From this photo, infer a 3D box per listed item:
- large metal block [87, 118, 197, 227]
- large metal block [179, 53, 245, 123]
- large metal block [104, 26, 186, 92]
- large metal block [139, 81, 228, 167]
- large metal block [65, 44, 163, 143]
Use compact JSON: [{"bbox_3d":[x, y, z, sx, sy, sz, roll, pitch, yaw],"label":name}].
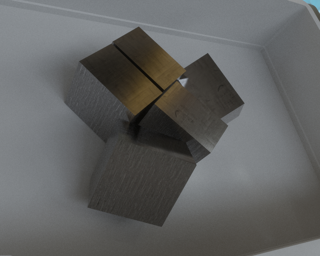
[{"bbox_3d":[-0.021,0.046,0.322,0.080,0.079,0.050,20,19,-17],"label":"large metal block"},{"bbox_3d":[0.067,-0.043,0.424,0.050,0.080,0.080,-33,77,3],"label":"large metal block"},{"bbox_3d":[-0.027,-0.065,0.394,0.080,0.080,0.050,44,51,1],"label":"large metal block"},{"bbox_3d":[0.020,0.004,0.378,0.080,0.080,0.050,41,51,-1],"label":"large metal block"},{"bbox_3d":[-0.057,-0.035,0.361,0.080,0.080,0.050,44,51,2],"label":"large metal block"}]
